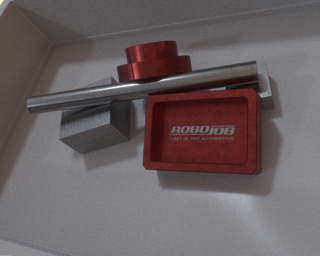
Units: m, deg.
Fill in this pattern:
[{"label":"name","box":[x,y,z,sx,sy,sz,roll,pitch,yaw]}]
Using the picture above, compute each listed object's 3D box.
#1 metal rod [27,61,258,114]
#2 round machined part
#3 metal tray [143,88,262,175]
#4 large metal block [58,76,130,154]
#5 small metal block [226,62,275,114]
[{"label":"metal rod","box":[-0.034,-0.048,0.392,0.301,0.025,0.025,-6,59,16]},{"label":"round machined part","box":[-0.009,-0.089,0.412,0.098,0.098,0.042,-4,100,26]},{"label":"metal tray","box":[0.046,0.005,0.354,0.130,0.030,0.090,-1,80,26]},{"label":"large metal block","box":[-0.092,-0.017,0.443,0.080,0.050,0.080,-16,55,18]},{"label":"small metal block","box":[0.108,-0.047,0.375,0.050,0.025,0.050,-11,57,22]}]
